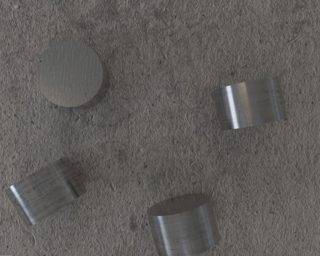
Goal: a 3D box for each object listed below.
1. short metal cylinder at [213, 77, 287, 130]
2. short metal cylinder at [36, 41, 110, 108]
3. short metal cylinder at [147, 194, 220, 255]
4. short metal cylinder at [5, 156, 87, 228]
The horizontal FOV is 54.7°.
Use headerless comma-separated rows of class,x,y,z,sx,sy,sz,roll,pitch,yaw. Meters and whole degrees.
short metal cylinder,0.111,-0.029,0.383,0.080,0.080,0.050,-11,90,0
short metal cylinder,-0.109,-0.065,0.396,0.081,0.050,0.080,0,90,0
short metal cylinder,0.029,0.118,0.383,0.080,0.080,0.050,-14,90,0
short metal cylinder,-0.138,0.077,0.381,0.080,0.080,0.050,-31,90,0
